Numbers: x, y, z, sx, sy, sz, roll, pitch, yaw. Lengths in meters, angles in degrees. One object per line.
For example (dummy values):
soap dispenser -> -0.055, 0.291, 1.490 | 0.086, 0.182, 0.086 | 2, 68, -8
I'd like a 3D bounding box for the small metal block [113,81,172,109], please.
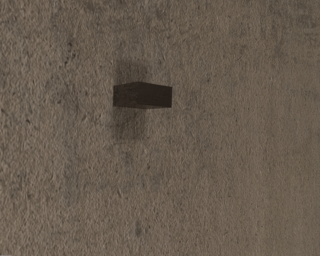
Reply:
small metal block -> -0.021, -0.038, 0.373 | 0.050, 0.050, 0.025 | 3, 89, -40
